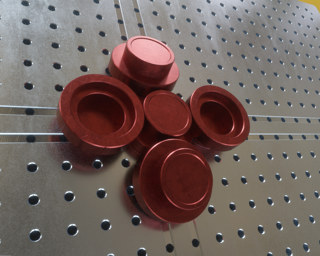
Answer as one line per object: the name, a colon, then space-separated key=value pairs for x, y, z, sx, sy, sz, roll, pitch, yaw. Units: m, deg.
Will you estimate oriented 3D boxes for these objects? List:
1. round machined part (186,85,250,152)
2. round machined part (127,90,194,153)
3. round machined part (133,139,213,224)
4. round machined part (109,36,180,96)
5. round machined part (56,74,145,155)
round machined part: x=0.077 y=-0.010 z=0.446 sx=0.099 sy=0.042 sz=0.098 roll=14 pitch=56 yaw=-21
round machined part: x=0.003 y=-0.011 z=0.405 sx=0.099 sy=0.042 sz=0.098 roll=14 pitch=56 yaw=-21
round machined part: x=0.022 y=0.060 z=0.359 sx=0.099 sy=0.042 sz=0.098 roll=8 pitch=73 yaw=-27
round machined part: x=-0.018 y=-0.091 z=0.430 sx=0.099 sy=0.042 sz=0.098 roll=14 pitch=43 yaw=-13
round machined part: x=-0.072 y=-0.012 z=0.367 sx=0.099 sy=0.042 sz=0.098 roll=14 pitch=56 yaw=-21
